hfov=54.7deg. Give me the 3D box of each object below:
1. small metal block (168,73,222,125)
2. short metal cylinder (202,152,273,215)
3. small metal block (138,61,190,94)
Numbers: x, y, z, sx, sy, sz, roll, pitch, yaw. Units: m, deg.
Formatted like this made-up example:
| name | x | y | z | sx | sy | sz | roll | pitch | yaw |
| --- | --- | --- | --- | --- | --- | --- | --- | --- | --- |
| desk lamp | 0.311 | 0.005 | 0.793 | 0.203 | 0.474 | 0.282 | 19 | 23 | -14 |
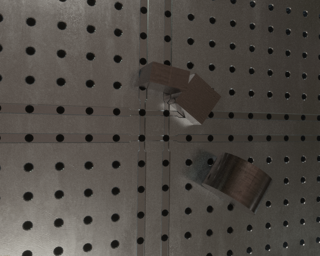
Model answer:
| name | x | y | z | sx | sy | sz | roll | pitch | yaw |
| --- | --- | --- | --- | --- | --- | --- | --- | --- | --- |
| small metal block | 0.049 | -0.039 | 0.432 | 0.050 | 0.025 | 0.050 | 40 | 77 | -16 |
| short metal cylinder | 0.105 | 0.076 | 0.424 | 0.080 | 0.080 | 0.050 | 36 | 78 | -17 |
| small metal block | 0.004 | -0.063 | 0.402 | 0.050 | 0.050 | 0.025 | 11 | 87 | -20 |
